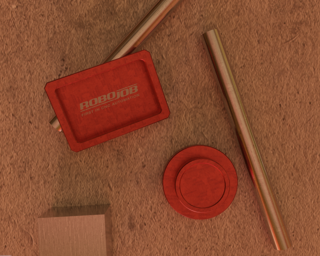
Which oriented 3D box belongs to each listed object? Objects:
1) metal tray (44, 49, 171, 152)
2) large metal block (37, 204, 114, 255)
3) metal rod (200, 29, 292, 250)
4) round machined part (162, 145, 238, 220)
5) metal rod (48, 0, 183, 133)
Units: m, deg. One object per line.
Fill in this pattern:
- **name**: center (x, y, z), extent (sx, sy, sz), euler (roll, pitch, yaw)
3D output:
- **metal tray**: center (-0.063, -0.035, 0.388), extent (0.131, 0.030, 0.090), euler (-21, 104, -8)
- **large metal block**: center (-0.105, 0.145, 0.396), extent (0.081, 0.050, 0.079), euler (-3, 90, -1)
- **metal rod**: center (0.114, 0.015, 0.411), extent (0.025, 0.025, 0.298), euler (-19, 90, 0)
- **round machined part**: center (0.052, 0.071, 0.402), extent (0.099, 0.042, 0.097), euler (0, 90, -1)
- **metal rod**: center (-0.036, -0.113, 0.409), extent (0.025, 0.025, 0.300), euler (42, 90, -1)
